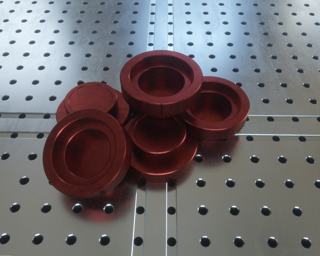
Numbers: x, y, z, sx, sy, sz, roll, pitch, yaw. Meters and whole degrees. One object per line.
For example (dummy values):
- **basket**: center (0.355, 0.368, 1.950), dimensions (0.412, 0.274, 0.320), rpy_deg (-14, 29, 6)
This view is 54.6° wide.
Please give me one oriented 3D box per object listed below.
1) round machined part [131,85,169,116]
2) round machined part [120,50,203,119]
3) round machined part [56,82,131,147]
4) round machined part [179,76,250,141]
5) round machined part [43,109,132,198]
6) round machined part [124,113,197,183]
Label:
- **round machined part**: center (-0.003, -0.060, 0.447), dimensions (0.099, 0.042, 0.098), rpy_deg (0, 50, 0)
- **round machined part**: center (0.002, -0.050, 0.383), dimensions (0.099, 0.042, 0.098), rpy_deg (0, 50, 0)
- **round machined part**: center (-0.090, -0.024, 0.417), dimensions (0.099, 0.042, 0.098), rpy_deg (0, 50, 0)
- **round machined part**: center (0.066, -0.022, 0.415), dimensions (0.099, 0.042, 0.098), rpy_deg (0, 50, 0)
- **round machined part**: center (-0.078, 0.030, 0.354), dimensions (0.098, 0.042, 0.098), rpy_deg (-4, 72, 13)
- **round machined part**: center (-0.003, 0.015, 0.383), dimensions (0.099, 0.042, 0.098), rpy_deg (0, 50, 0)
